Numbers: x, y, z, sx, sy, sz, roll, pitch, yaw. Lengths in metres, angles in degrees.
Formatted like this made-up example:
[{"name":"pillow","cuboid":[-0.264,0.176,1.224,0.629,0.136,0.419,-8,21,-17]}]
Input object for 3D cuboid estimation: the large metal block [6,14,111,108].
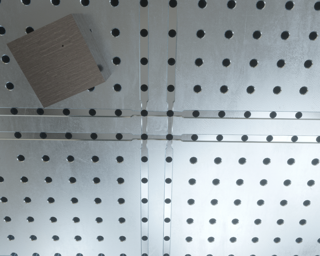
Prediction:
[{"name":"large metal block","cuboid":[-0.115,-0.081,0.369,0.080,0.050,0.080,-22,109,8]}]
